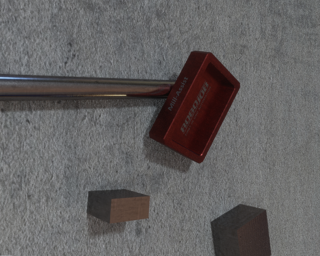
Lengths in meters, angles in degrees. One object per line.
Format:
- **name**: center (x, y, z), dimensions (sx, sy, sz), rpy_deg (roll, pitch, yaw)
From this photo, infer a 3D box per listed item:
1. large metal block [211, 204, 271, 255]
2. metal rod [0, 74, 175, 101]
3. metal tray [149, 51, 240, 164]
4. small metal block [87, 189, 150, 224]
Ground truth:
- **large metal block**: center (0.133, 0.180, 0.504), dimensions (0.081, 0.050, 0.079), rpy_deg (-15, 100, -39)
- **metal rod**: center (-0.063, -0.045, 0.353), dimensions (0.302, 0.025, 0.025), rpy_deg (-5, 94, -40)
- **metal tray**: center (0.051, -0.026, 0.420), dimensions (0.090, 0.030, 0.130), rpy_deg (32, 83, -43)
- **small metal block**: center (-0.047, 0.087, 0.351), dimensions (0.050, 0.050, 0.025), rpy_deg (6, 86, -40)
